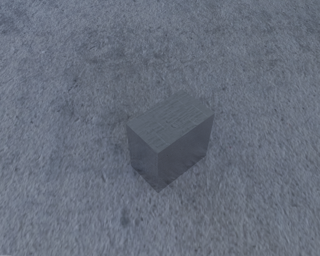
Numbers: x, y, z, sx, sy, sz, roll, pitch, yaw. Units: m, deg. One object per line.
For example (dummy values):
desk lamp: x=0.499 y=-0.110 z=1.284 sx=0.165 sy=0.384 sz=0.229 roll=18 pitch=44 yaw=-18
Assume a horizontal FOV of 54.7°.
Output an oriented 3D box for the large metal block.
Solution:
large metal block: x=0.012 y=0.015 z=0.355 sx=0.080 sy=0.080 sz=0.050 roll=-34 pitch=58 yaw=-25
